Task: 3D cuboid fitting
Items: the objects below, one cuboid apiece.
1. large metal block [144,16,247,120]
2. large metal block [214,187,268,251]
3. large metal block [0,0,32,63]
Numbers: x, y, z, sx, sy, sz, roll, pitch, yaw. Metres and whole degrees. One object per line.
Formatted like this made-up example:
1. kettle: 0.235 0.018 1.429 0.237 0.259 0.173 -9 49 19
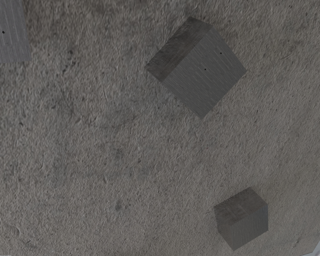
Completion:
1. large metal block: 0.043 -0.070 0.370 0.080 0.050 0.080 -48 129 5
2. large metal block: 0.153 0.170 0.579 0.080 0.050 0.080 -25 128 -13
3. large metal block: -0.154 -0.096 0.247 0.081 0.050 0.079 -11 123 -23
